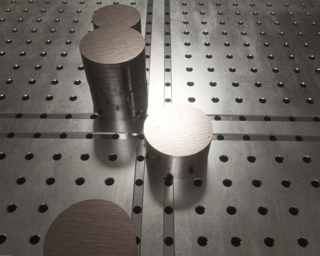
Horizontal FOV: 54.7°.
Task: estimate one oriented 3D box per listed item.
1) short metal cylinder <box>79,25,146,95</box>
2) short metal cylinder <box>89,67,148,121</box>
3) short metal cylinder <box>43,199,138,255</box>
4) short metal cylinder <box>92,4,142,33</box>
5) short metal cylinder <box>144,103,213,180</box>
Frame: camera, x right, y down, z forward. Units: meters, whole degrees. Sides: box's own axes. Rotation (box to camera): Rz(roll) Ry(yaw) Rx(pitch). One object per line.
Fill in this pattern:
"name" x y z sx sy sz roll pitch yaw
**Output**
"short metal cylinder" -0.059 -0.088 0.400 0.081 0.050 0.080 0 50 0
"short metal cylinder" -0.057 -0.056 0.438 0.081 0.050 0.080 0 50 0
"short metal cylinder" -0.062 0.115 0.294 0.081 0.050 0.080 0 50 0
"short metal cylinder" -0.072 -0.169 0.533 0.081 0.050 0.080 0 50 0
"short metal cylinder" 0.021 0.016 0.379 0.081 0.050 0.080 0 50 0
